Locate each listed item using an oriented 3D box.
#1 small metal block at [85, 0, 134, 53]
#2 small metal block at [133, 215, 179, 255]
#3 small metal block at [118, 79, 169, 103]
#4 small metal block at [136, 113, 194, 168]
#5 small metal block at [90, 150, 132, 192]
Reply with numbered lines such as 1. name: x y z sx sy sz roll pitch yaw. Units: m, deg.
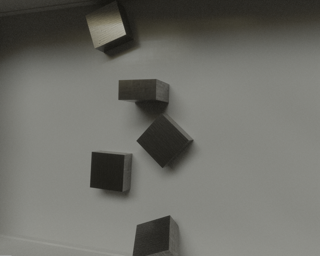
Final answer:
1. small metal block: -0.071 -0.141 0.434 0.050 0.025 0.050 -18 84 18
2. small metal block: -0.005 0.146 0.395 0.050 0.050 0.025 -22 121 18
3. small metal block: -0.020 -0.047 0.403 0.050 0.050 0.025 1 91 19
4. small metal block: 0.007 0.016 0.407 0.050 0.025 0.050 45 104 14
5. small metal block: -0.068 0.059 0.433 0.050 0.025 0.050 4 91 19
